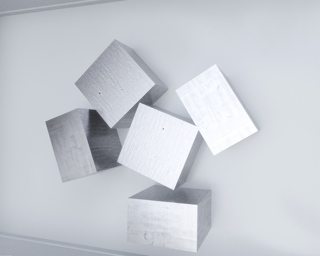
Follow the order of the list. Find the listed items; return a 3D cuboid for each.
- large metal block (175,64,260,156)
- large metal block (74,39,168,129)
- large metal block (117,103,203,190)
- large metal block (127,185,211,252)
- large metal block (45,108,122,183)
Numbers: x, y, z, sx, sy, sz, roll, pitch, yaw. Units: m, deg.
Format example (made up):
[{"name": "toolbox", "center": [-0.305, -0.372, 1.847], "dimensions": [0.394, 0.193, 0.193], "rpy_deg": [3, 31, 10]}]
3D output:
[{"name": "large metal block", "center": [0.070, -0.019, 0.354], "dimensions": [0.050, 0.080, 0.080], "rpy_deg": [-32, 80, 17]}, {"name": "large metal block", "center": [-0.051, -0.056, 0.412], "dimensions": [0.080, 0.050, 0.080], "rpy_deg": [-44, 77, 14]}, {"name": "large metal block", "center": [0.004, 0.021, 0.394], "dimensions": [0.080, 0.050, 0.080], "rpy_deg": [24, 98, 18]}, {"name": "large metal block", "center": [0.015, 0.105, 0.375], "dimensions": [0.080, 0.080, 0.050], "rpy_deg": [1, 91, 19]}, {"name": "large metal block", "center": [-0.095, 0.021, 0.412], "dimensions": [0.050, 0.080, 0.080], "rpy_deg": [-20, 84, 19]}]
